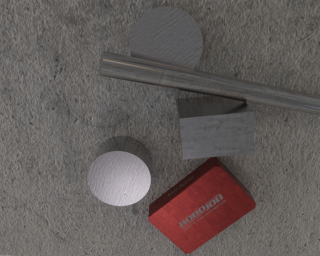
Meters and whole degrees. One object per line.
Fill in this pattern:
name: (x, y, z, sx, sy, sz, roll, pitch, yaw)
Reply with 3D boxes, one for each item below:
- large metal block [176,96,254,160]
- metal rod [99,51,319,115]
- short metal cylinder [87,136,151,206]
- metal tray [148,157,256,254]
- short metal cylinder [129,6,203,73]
large metal block: (0.064, -0.005, 0.379, 0.080, 0.080, 0.050, -6, 110, 2)
metal rod: (0.084, -0.045, 0.355, 0.302, 0.025, 0.025, 8, 111, -19)
short metal cylinder: (-0.052, 0.057, 0.417, 0.081, 0.050, 0.079, 0, 110, 0)
metal tray: (0.059, 0.114, 0.450, 0.130, 0.030, 0.090, -40, 106, 13)
short metal cylinder: (0.007, -0.099, 0.360, 0.081, 0.050, 0.079, 0, 110, 0)
